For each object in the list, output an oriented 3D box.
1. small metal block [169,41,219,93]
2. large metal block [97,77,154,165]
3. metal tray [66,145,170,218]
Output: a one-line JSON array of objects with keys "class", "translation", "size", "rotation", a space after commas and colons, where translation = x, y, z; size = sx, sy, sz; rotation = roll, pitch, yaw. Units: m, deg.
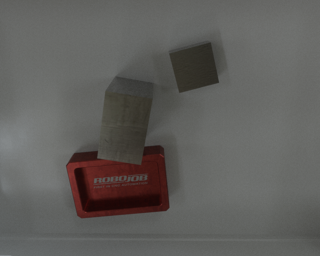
[{"class": "small metal block", "translation": [0.042, -0.076, 0.384], "size": [0.050, 0.025, 0.050], "rotation": [-14, 110, 5]}, {"class": "large metal block", "translation": [-0.040, -0.012, 0.377], "size": [0.050, 0.080, 0.079], "rotation": [9, 110, -4]}, {"class": "metal tray", "translation": [-0.056, 0.076, 0.435], "size": [0.131, 0.030, 0.089], "rotation": [-5, 110, 1]}]
